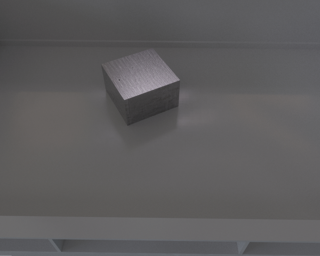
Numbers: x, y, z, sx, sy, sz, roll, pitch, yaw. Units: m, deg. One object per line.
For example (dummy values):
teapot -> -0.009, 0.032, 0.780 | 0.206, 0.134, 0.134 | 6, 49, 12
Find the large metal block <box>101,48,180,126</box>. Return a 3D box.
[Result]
large metal block -> -0.028, -0.060, 0.440 | 0.081, 0.050, 0.080 | -22, 54, -18
